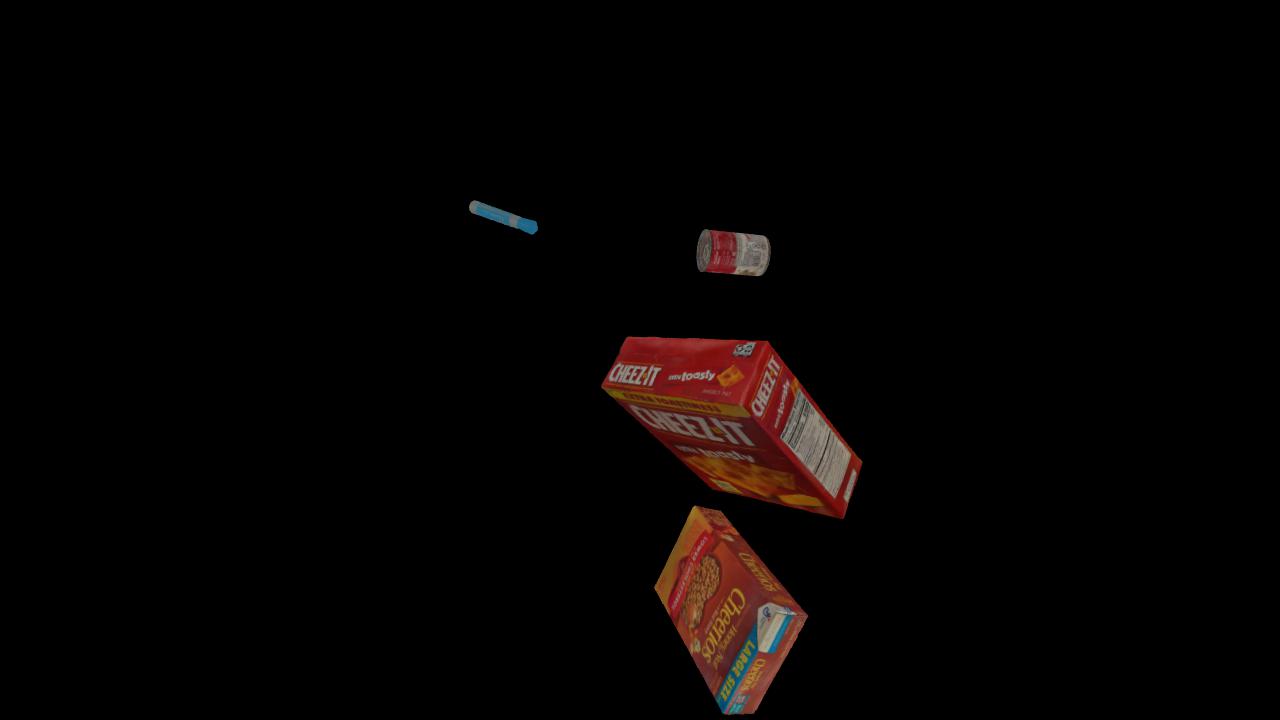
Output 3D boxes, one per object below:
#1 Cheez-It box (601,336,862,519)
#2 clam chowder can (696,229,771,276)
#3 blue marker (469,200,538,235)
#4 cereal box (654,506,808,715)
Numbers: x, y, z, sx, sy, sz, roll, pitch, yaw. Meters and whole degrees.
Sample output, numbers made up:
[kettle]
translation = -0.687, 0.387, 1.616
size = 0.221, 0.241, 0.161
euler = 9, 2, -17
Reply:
[Cheez-It box]
translation = 0.093, 0.066, 0.597
size = 0.166, 0.071, 0.223
euler = 3, -32, 44
[clam chowder can]
translation = 0.149, -0.171, 0.985
size = 0.102, 0.068, 0.068
euler = 2, -1, -13
[blue marker]
translation = -0.189, -0.198, 0.854
size = 0.121, 0.020, 0.020
euler = 24, 11, 27
[cereal box]
translation = 0.147, 0.432, 1.103
size = 0.081, 0.203, 0.306
euler = 18, 14, -26
